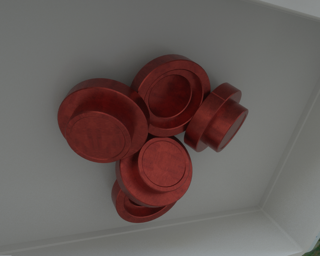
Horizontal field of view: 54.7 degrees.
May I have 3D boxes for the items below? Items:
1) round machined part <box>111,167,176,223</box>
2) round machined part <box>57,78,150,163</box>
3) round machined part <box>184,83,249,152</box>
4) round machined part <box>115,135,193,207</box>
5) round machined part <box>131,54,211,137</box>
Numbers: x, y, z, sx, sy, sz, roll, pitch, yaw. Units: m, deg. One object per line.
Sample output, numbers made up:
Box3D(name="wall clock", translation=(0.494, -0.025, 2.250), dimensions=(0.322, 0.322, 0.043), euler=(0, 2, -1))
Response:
Box3D(name="round machined part", translation=(-0.021, 0.082, 0.434), dimensions=(0.099, 0.042, 0.097), euler=(-14, 124, -21))
Box3D(name="round machined part", translation=(-0.062, -0.001, 0.333), dimensions=(0.099, 0.042, 0.097), euler=(3, 126, 4))
Box3D(name="round machined part", translation=(0.078, -0.007, 0.405), dimensions=(0.098, 0.042, 0.098), euler=(-44, 158, -23))
Box3D(name="round machined part", translation=(-0.002, 0.048, 0.387), dimensions=(0.099, 0.098, 0.042), euler=(-6, 166, -25))
Box3D(name="round machined part", translation=(0.008, -0.041, 0.373), dimensions=(0.099, 0.042, 0.097), euler=(-14, 124, -21))
